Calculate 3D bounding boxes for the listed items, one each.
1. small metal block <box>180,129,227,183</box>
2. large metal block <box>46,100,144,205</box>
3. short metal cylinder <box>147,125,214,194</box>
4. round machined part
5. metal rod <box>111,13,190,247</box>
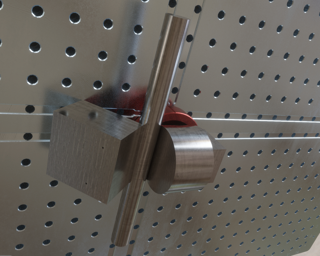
[{"bbox_3d":[0.052,0.035,0.392,0.025,0.050,0.050,1,118,-30],"label":"small metal block"},{"bbox_3d":[-0.073,0.024,0.344,0.050,0.080,0.079,-39,148,-61],"label":"large metal block"},{"bbox_3d":[0.019,0.036,0.371,0.050,0.080,0.079,1,118,-29],"label":"short metal cylinder"},{"bbox_3d":[-0.001,0.014,0.408,0.099,0.042,0.097,-14,125,-21],"label":"round machined part"},{"bbox_3d":[-0.019,0.022,0.362,0.025,0.025,0.298,1,118,-29],"label":"metal rod"}]
